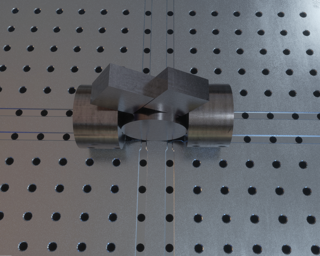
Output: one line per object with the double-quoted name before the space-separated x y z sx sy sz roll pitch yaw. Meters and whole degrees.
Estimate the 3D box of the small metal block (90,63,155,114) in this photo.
"small metal block" -0.040 -0.040 0.326 0.050 0.050 0.025 12 67 -29

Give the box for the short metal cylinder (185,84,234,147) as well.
"short metal cylinder" 0.059 -0.015 0.388 0.050 0.080 0.080 0 70 1

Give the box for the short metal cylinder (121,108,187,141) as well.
"short metal cylinder" -0.007 -0.019 0.389 0.081 0.080 0.050 1 70 0

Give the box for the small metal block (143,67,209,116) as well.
"small metal block" 0.017 -0.037 0.330 0.050 0.050 0.025 12 67 -29

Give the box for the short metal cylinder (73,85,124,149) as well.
"short metal cylinder" -0.072 -0.014 0.386 0.050 0.080 0.080 1 70 1
